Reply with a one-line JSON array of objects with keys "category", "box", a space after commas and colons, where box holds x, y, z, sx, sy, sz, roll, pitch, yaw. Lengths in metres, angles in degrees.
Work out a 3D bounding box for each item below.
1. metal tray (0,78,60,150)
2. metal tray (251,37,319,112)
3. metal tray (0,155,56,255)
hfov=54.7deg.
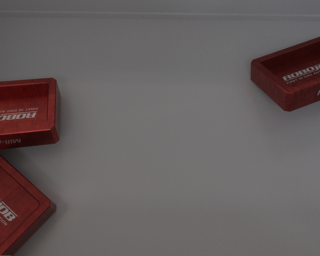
[{"category": "metal tray", "box": [-0.196, -0.018, 0.390, 0.131, 0.030, 0.090, -6, 53, -10]}, {"category": "metal tray", "box": [0.201, -0.078, 0.414, 0.131, 0.030, 0.090, -20, 42, -7]}, {"category": "metal tray", "box": [-0.203, 0.085, 0.368, 0.130, 0.030, 0.090, 37, 68, 12]}]
